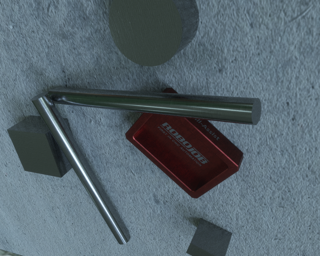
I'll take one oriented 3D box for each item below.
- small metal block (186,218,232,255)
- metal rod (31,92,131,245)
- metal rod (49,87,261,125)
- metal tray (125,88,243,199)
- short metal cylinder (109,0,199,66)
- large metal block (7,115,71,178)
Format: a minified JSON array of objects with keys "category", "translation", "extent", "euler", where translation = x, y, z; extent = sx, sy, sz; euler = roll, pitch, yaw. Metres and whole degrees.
[{"category":"small metal block","translation":[0.073,0.169,0.456],"extent":[0.050,0.050,0.025],"euler":[24,127,13]},{"category":"metal rod","translation":[-0.116,0.079,0.497],"extent":[0.025,0.025,0.299],"euler":[-6,121,30]},{"category":"metal rod","translation":[-0.033,-0.032,0.369],"extent":[0.300,0.025,0.025],"euler":[8,123,36]},{"category":"metal tray","translation":[0.029,0.023,0.400],"extent":[0.130,0.030,0.090],"euler":[42,129,-2]},{"category":"short metal cylinder","translation":[-0.005,-0.111,0.324],"extent":[0.080,0.050,0.079],"euler":[13,124,20]},{"category":"large metal block","translation":[-0.187,0.028,0.504],"extent":[0.080,0.050,0.079],"euler":[5,121,25]}]
